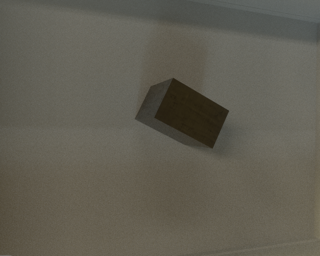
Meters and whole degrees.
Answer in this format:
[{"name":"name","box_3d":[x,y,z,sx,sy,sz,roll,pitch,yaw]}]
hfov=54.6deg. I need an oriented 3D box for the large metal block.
[{"name":"large metal block","box_3d":[0.024,-0.016,0.390,0.080,0.080,0.050,28,81,-18]}]
